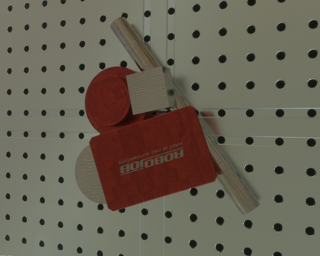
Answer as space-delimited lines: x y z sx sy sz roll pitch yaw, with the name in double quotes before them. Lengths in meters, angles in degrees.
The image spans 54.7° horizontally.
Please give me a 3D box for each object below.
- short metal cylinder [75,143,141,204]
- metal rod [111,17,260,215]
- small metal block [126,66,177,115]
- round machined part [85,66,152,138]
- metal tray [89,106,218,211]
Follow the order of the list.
"short metal cylinder" -0.066 0.057 0.418 0.080 0.050 0.079 0 90 20
"metal rod" 0.026 -0.024 0.400 0.025 0.025 0.299 -38 78 16
"small metal block" -0.010 -0.046 0.387 0.050 0.025 0.050 -11 89 24
"round machined part" -0.061 -0.035 0.420 0.098 0.042 0.097 0 90 21
"metal tray" -0.008 0.036 0.368 0.131 0.030 0.090 -18 84 6
